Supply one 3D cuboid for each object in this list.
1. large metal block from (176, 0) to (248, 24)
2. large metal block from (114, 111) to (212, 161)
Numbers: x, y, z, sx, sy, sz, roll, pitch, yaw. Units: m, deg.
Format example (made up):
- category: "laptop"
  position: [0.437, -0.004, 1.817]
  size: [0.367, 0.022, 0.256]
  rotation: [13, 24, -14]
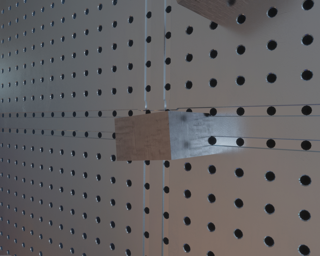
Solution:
- category: "large metal block"
  position: [0.062, -0.163, 0.321]
  size: [0.080, 0.081, 0.050]
  rotation: [-33, 70, 35]
- category: "large metal block"
  position: [0.005, 0.010, 0.368]
  size: [0.080, 0.081, 0.050]
  rotation: [-6, 86, 39]
